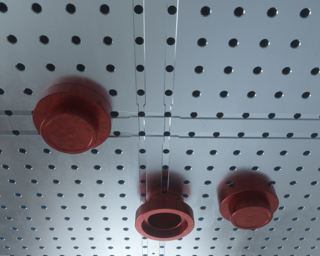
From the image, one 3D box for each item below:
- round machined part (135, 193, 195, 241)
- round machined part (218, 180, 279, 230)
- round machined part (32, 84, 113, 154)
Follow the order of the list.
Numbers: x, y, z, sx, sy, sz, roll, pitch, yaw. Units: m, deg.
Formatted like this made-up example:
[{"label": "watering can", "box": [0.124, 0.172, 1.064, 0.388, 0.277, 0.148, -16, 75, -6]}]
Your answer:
[{"label": "round machined part", "box": [0.008, 0.148, 0.527, 0.099, 0.042, 0.097, -1, 130, 0]}, {"label": "round machined part", "box": [0.149, 0.133, 0.517, 0.099, 0.042, 0.097, 0, 130, 0]}, {"label": "round machined part", "box": [-0.112, -0.004, 0.395, 0.099, 0.042, 0.097, -1, 130, 0]}]
